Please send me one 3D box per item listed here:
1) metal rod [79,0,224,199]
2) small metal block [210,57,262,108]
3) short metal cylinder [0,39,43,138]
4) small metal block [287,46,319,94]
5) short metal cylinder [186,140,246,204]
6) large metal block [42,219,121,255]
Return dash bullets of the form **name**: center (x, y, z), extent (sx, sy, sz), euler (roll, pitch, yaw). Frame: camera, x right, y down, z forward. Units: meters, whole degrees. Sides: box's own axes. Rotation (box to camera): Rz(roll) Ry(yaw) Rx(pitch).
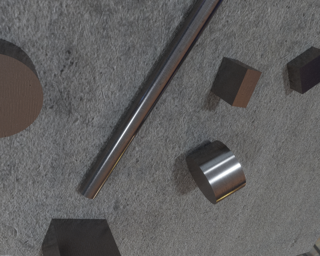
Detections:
- **metal rod**: center (-0.014, -0.037, 0.377), extent (0.025, 0.025, 0.299), euler (24, 105, -37)
- **small metal block**: center (0.099, -0.061, 0.409), extent (0.025, 0.050, 0.050), euler (5, 116, -31)
- **short metal cylinder**: center (-0.153, -0.037, 0.284), extent (0.081, 0.050, 0.079), euler (-14, 125, -21)
- **small metal block**: center (0.228, -0.089, 0.479), extent (0.050, 0.025, 0.050), euler (-34, 129, -6)
- **short metal cylinder**: center (0.081, 0.065, 0.458), extent (0.050, 0.080, 0.080), euler (-28, 128, -11)
- **large metal block**: center (-0.107, 0.170, 0.419), extent (0.081, 0.080, 0.050), euler (12, 112, -34)
